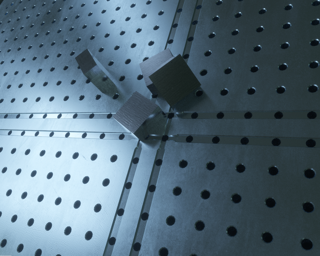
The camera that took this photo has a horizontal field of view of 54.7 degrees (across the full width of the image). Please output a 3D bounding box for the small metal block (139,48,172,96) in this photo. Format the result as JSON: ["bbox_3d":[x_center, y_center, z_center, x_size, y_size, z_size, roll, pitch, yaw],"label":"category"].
[{"bbox_3d":[0.002,-0.083,0.457,0.050,0.025,0.050,-26,53,11],"label":"small metal block"}]

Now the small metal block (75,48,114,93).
[{"bbox_3d":[-0.106,-0.093,0.503,0.025,0.050,0.050,-37,51,4],"label":"small metal block"}]

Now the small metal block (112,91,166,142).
[{"bbox_3d":[-0.029,-0.017,0.432,0.050,0.025,0.050,-49,52,-7],"label":"small metal block"}]

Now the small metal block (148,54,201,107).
[{"bbox_3d":[0.019,-0.065,0.418,0.050,0.050,0.025,-36,15,4],"label":"small metal block"}]
